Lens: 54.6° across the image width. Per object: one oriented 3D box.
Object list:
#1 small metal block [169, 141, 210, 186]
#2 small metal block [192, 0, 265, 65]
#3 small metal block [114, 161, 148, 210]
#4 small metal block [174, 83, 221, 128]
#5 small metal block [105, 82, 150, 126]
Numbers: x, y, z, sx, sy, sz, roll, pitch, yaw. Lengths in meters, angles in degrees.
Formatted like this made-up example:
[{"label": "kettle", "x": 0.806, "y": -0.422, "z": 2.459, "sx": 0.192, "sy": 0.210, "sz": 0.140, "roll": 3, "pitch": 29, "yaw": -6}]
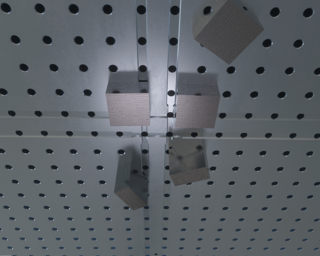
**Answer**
[{"label": "small metal block", "x": 0.041, "y": 0.050, "z": 0.438, "sx": 0.050, "sy": 0.050, "sz": 0.025, "roll": -15, "pitch": 129, "yaw": 12}, {"label": "small metal block", "x": 0.070, "y": -0.103, "z": 0.324, "sx": 0.050, "sy": 0.025, "sz": 0.050, "roll": 29, "pitch": 124, "yaw": -23}, {"label": "small metal block", "x": -0.042, "y": 0.087, "z": 0.469, "sx": 0.025, "sy": 0.050, "sz": 0.050, "roll": -24, "pitch": 126, "yaw": 19}, {"label": "small metal block", "x": 0.045, "y": -0.027, "z": 0.389, "sx": 0.050, "sy": 0.025, "sz": 0.050, "roll": 2, "pitch": 130, "yaw": -2}, {"label": "small metal block", "x": -0.038, "y": -0.029, "z": 0.386, "sx": 0.050, "sy": 0.025, "sz": 0.050, "roll": -1, "pitch": 130, "yaw": 0}]
